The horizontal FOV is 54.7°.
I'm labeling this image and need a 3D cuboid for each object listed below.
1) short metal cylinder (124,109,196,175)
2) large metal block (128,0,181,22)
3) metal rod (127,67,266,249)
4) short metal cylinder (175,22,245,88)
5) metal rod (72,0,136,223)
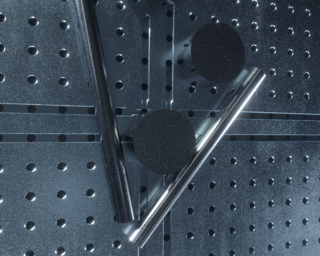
[{"bbox_3d":[-0.001,0.017,0.399,0.081,0.050,0.079,0,90,-20],"label":"short metal cylinder"},{"bbox_3d":[-0.006,-0.197,0.397,0.080,0.050,0.080,-33,101,-17],"label":"large metal block"},{"bbox_3d":[0.058,0.033,0.433,0.025,0.025,0.300,42,77,-16],"label":"metal rod"},{"bbox_3d":[0.068,-0.097,0.424,0.081,0.050,0.079,0,90,-20],"label":"short metal cylinder"},{"bbox_3d":[-0.070,-0.029,0.386,0.025,0.025,0.298,-12,94,-20],"label":"metal rod"}]
